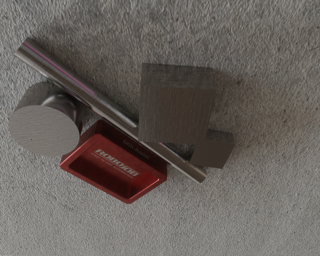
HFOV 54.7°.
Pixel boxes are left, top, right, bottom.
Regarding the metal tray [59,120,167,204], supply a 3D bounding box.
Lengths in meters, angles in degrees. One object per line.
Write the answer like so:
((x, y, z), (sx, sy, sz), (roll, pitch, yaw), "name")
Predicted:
((-0.064, 0.054, 0.451), (0.130, 0.030, 0.090), (36, 121, -27), "metal tray")

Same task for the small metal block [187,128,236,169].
((0.071, 0.028, 0.434), (0.050, 0.025, 0.050), (10, 130, -9), "small metal block")

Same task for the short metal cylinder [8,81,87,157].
((-0.135, -0.011, 0.381), (0.081, 0.050, 0.079), (0, 130, 0), "short metal cylinder")

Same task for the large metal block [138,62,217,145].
((0.017, -0.028, 0.369), (0.081, 0.050, 0.079), (3, 130, -3), "large metal block")

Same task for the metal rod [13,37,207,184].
((-0.044, -0.007, 0.401), (0.025, 0.025, 0.301), (-37, 122, 27), "metal rod")
